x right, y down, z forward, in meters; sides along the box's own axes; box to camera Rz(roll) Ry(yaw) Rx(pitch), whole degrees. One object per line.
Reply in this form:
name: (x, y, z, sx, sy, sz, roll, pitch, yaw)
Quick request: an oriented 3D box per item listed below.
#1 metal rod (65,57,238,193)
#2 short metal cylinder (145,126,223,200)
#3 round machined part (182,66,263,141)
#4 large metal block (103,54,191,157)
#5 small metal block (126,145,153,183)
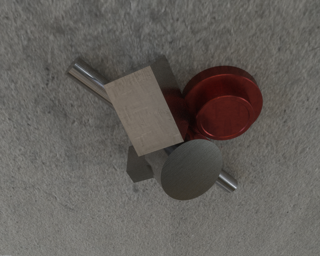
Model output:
metal rod: (0.006, 0.010, 0.418, 0.025, 0.025, 0.301, -37, 122, 27)
short metal cylinder: (0.028, 0.040, 0.378, 0.081, 0.050, 0.079, -10, 115, -21)
round machined part: (0.076, -0.023, 0.378, 0.099, 0.042, 0.097, -1, 130, 0)
large metal block: (-0.008, -0.028, 0.335, 0.050, 0.080, 0.080, -20, 106, 17)
small metal block: (-0.017, 0.043, 0.430, 0.050, 0.050, 0.025, -17, 128, 13)
